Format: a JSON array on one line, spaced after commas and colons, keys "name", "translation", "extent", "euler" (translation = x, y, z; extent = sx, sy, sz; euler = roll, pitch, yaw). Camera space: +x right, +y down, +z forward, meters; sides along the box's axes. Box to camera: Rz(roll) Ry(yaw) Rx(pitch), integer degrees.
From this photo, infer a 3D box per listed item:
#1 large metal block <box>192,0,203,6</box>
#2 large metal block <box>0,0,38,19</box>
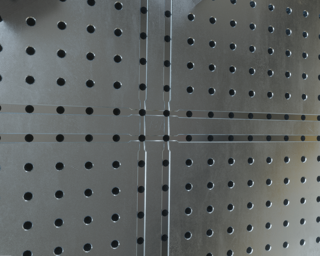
[{"name": "large metal block", "translation": [0.059, -0.222, 0.406], "extent": [0.050, 0.080, 0.080], "euler": [-42, 104, -15]}, {"name": "large metal block", "translation": [-0.152, -0.169, 0.327], "extent": [0.080, 0.080, 0.050], "euler": [-38, 103, -16]}]
